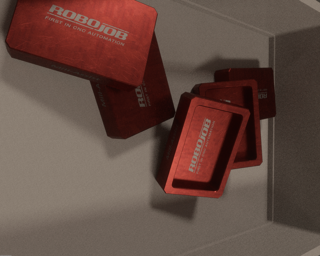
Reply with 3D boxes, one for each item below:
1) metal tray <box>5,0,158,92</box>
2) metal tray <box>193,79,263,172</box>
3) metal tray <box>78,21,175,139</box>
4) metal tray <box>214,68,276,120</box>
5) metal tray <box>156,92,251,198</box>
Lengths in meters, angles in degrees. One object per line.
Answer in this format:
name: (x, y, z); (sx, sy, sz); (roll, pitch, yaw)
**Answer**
metal tray: (-0.075, -0.098, 0.315); (0.131, 0.030, 0.090); (15, 80, -20)
metal tray: (0.101, -0.005, 0.464); (0.091, 0.030, 0.129); (-6, 95, -11)
metal tray: (-0.037, -0.061, 0.374); (0.091, 0.030, 0.129); (-25, 106, -37)
metal tray: (0.150, -0.056, 0.532); (0.131, 0.030, 0.089); (-10, 97, -40)
metal tray: (0.056, 0.025, 0.410); (0.091, 0.030, 0.129); (11, 103, -23)
